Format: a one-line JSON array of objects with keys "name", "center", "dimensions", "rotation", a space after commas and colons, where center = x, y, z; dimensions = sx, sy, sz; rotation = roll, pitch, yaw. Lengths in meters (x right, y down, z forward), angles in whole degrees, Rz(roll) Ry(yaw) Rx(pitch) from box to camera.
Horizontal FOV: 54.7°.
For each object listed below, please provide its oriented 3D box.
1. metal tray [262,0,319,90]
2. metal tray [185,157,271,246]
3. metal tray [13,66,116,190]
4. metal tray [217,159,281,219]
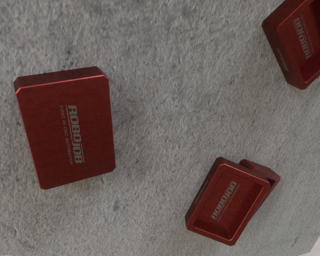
[{"name": "metal tray", "center": [0.208, -0.128, 0.440], "dimensions": [0.090, 0.030, 0.130], "rotation": [-44, 130, 2]}, {"name": "metal tray", "center": [0.109, 0.123, 0.511], "dimensions": [0.090, 0.030, 0.129], "rotation": [23, 105, -7]}, {"name": "metal tray", "center": [-0.102, 0.002, 0.350], "dimensions": [0.091, 0.030, 0.129], "rotation": [-13, 124, -22]}, {"name": "metal tray", "center": [0.151, 0.125, 0.565], "dimensions": [0.091, 0.030, 0.129], "rotation": [20, 107, -36]}]
